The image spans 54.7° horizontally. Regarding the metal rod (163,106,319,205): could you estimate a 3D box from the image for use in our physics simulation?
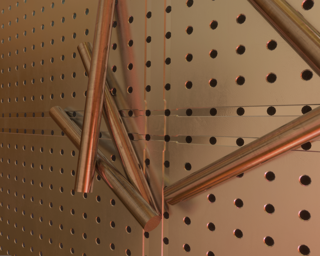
[{"bbox_3d":[0.116,0.016,0.313,0.299,0.025,0.025,-35,69,34],"label":"metal rod"}]

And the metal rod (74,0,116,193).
[{"bbox_3d":[-0.093,-0.059,0.450,0.025,0.025,0.298,-2,78,39],"label":"metal rod"}]

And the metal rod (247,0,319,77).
[{"bbox_3d":[0.146,-0.051,0.260,0.025,0.025,0.299,-46,54,30],"label":"metal rod"}]

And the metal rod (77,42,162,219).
[{"bbox_3d":[-0.066,-0.003,0.461,0.025,0.025,0.299,-37,68,34],"label":"metal rod"}]

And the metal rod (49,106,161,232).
[{"bbox_3d":[-0.099,0.043,0.467,0.300,0.025,0.025,39,114,40],"label":"metal rod"}]
